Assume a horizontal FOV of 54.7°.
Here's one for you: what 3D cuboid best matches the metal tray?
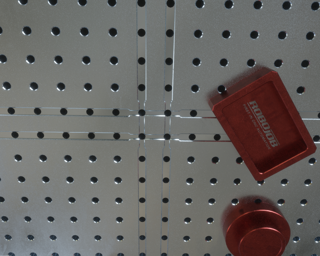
[{"bbox_3d":[0.136,-0.003,0.411,0.090,0.030,0.130,-32,108,10],"label":"metal tray"}]

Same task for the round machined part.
[{"bbox_3d":[0.149,0.165,0.468,0.099,0.042,0.097,0,110,-1],"label":"round machined part"}]
